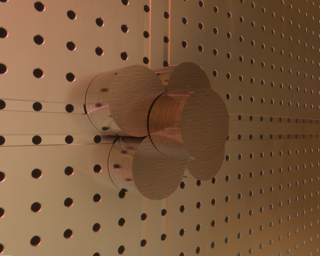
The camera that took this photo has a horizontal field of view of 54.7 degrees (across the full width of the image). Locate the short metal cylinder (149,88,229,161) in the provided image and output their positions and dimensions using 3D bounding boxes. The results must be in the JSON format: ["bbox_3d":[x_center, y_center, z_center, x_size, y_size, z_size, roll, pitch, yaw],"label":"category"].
[{"bbox_3d":[0.034,-0.004,0.356,0.081,0.050,0.079,-2,93,-41],"label":"short metal cylinder"}]

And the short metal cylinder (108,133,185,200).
[{"bbox_3d":[-0.016,0.044,0.381,0.081,0.050,0.079,0,90,-40],"label":"short metal cylinder"}]

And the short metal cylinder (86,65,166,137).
[{"bbox_3d":[-0.038,-0.030,0.361,0.081,0.050,0.079,0,90,-40],"label":"short metal cylinder"}]

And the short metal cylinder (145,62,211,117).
[{"bbox_3d":[0.023,-0.044,0.413,0.081,0.050,0.079,0,90,-40],"label":"short metal cylinder"}]

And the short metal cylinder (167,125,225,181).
[{"bbox_3d":[0.045,0.030,0.432,0.081,0.050,0.079,0,90,-40],"label":"short metal cylinder"}]
